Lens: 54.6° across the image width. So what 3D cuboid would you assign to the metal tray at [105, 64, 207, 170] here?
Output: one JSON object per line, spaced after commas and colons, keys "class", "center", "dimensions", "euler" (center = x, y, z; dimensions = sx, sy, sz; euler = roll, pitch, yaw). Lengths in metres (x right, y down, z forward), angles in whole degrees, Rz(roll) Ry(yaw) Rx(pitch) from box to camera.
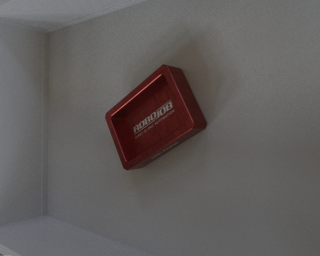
{"class": "metal tray", "center": [-0.011, -0.010, 0.410], "dimensions": [0.130, 0.030, 0.090], "euler": [-35, 69, 34]}
